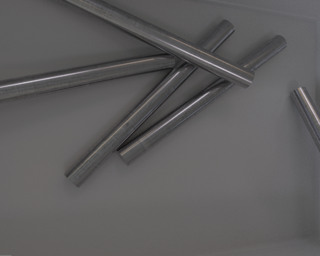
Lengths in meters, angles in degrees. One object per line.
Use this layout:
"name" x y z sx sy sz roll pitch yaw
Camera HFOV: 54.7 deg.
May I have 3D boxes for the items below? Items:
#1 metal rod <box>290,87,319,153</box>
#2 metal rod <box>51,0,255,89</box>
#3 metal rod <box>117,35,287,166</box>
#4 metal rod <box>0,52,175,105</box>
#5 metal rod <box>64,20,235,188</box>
"metal rod" 0.261 0.074 0.438 0.025 0.025 0.299 -9 67 -20
"metal rod" -0.017 -0.119 0.385 0.302 0.025 0.025 22 83 -12
"metal rod" 0.069 -0.047 0.435 0.301 0.025 0.025 -36 102 -16
"metal rod" -0.118 -0.053 0.353 0.302 0.025 0.025 -16 96 -24
"metal rod" -0.005 -0.041 0.408 0.301 0.025 0.025 -46 104 -14
